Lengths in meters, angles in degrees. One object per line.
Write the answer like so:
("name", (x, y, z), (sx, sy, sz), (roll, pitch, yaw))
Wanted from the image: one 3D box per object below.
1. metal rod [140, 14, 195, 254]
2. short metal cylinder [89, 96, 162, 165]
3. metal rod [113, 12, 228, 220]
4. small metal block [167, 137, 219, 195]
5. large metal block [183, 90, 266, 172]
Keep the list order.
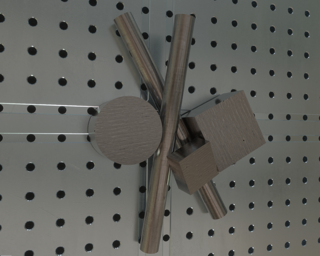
("metal rod", (0.008, 0.011, 0.391), (0.025, 0.025, 0.298), (7, 96, -20))
("short metal cylinder", (-0.044, 0.003, 0.380), (0.081, 0.050, 0.079), (0, 90, -21))
("metal rod", (0.018, -0.009, 0.415), (0.025, 0.025, 0.299), (-30, 100, -18))
("small metal block", (0.042, 0.047, 0.391), (0.050, 0.025, 0.050), (-31, 116, -25))
("large metal block", (0.085, 0.003, 0.426), (0.080, 0.050, 0.080), (-29, 100, -18))
